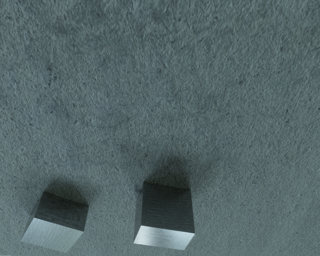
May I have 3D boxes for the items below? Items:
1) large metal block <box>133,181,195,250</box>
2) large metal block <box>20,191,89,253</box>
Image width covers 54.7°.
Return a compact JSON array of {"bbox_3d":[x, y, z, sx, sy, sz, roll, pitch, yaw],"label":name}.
[{"bbox_3d":[0.005,0.138,0.488,0.081,0.080,0.050,12,129,-10],"label":"large metal block"},{"bbox_3d":[-0.178,0.162,0.527,0.080,0.050,0.080,24,126,-19],"label":"large metal block"}]
